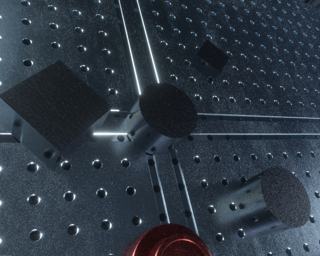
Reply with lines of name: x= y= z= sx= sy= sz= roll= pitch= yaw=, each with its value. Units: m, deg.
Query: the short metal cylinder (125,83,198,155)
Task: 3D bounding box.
short metal cylinder: x=0.001 y=-0.011 z=0.401 sx=0.081 sy=0.050 sz=0.080 roll=14 pitch=56 yaw=-21

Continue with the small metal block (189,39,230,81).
small metal block: x=0.084 y=-0.115 z=0.526 sx=0.050 sy=0.025 sz=0.050 roll=38 pitch=51 yaw=-4

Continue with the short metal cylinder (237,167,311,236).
short metal cylinder: x=0.152 y=0.098 z=0.416 sx=0.081 sy=0.050 sz=0.080 roll=14 pitch=56 yaw=-21

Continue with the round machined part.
round machined part: x=0.016 y=0.147 z=0.318 sx=0.099 sy=0.042 sz=0.098 roll=14 pitch=56 yaw=-21

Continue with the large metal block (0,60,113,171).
large metal block: x=-0.115 y=-0.015 z=0.340 sx=0.080 sy=0.050 sz=0.080 roll=42 pitch=51 yaw=0
